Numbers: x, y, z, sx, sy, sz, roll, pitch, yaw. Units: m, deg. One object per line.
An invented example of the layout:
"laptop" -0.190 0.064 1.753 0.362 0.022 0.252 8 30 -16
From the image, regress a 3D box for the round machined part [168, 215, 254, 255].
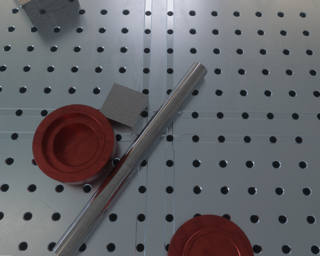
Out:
"round machined part" 0.058 0.148 0.349 0.099 0.042 0.098 0 70 0

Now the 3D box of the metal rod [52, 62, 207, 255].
"metal rod" -0.028 0.030 0.400 0.025 0.025 0.300 33 73 11

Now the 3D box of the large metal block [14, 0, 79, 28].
"large metal block" -0.186 -0.215 0.476 0.080 0.050 0.080 -35 74 -12

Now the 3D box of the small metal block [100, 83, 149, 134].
"small metal block" -0.048 -0.027 0.421 0.050 0.025 0.050 21 71 7

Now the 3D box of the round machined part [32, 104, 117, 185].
"round machined part" -0.104 0.023 0.392 0.099 0.042 0.098 0 72 1
